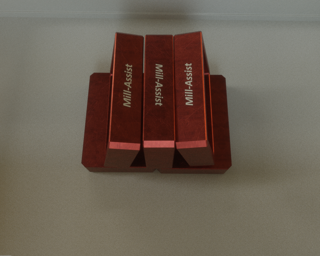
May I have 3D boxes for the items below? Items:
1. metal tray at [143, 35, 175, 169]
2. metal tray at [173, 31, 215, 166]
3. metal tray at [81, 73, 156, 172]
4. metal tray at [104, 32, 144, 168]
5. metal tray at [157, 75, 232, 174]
[{"bbox_3d":[-0.001,-0.027,0.350,0.030,0.090,0.130,0,68,0],"label":"metal tray"},{"bbox_3d":[0.040,-0.029,0.350,0.030,0.090,0.130,-5,70,14],"label":"metal tray"},{"bbox_3d":[-0.049,-0.009,0.407,0.091,0.030,0.130,1,70,0],"label":"metal tray"},{"bbox_3d":[-0.042,-0.028,0.348,0.030,0.090,0.130,5,70,-12],"label":"metal tray"},{"bbox_3d":[0.042,-0.007,0.408,0.091,0.030,0.130,1,70,0],"label":"metal tray"}]
